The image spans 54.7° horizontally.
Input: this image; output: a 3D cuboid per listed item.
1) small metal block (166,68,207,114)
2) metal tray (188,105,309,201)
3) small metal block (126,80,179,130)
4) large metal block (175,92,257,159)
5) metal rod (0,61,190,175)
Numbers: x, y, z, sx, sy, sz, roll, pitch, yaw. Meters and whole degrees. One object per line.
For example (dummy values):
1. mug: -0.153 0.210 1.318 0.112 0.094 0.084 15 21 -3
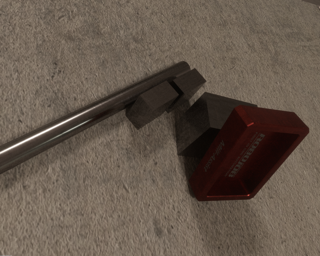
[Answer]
1. small metal block: 0.030 -0.052 0.438 0.050 0.050 0.025 -34 81 -38
2. metal tray: 0.102 0.036 0.370 0.091 0.129 0.030 5 40 -26
3. small metal block: -0.010 -0.029 0.402 0.050 0.050 0.025 -35 82 -38
4. large metal block: 0.075 0.003 0.409 0.081 0.080 0.050 11 57 -23
5. metal rod: -0.062 -0.028 0.388 0.302 0.025 0.025 -33 80 -38
